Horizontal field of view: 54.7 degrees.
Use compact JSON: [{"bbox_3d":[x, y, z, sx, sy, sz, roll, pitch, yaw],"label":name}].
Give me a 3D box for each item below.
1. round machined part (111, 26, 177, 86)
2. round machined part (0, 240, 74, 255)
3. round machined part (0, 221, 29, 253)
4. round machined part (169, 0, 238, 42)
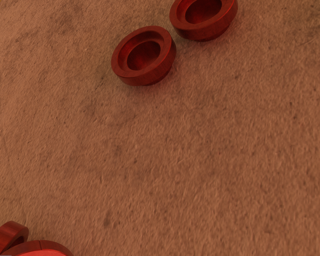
[{"bbox_3d":[-0.020,-0.102,0.465,0.098,0.042,0.098,-13,56,20],"label":"round machined part"},{"bbox_3d":[-0.138,0.166,0.332,0.098,0.098,0.042,-53,27,-10],"label":"round machined part"},{"bbox_3d":[-0.202,0.155,0.362,0.042,0.098,0.098,25,72,0],"label":"round machined part"},{"bbox_3d":[0.067,-0.168,0.460,0.098,0.042,0.098,-13,56,20],"label":"round machined part"}]
